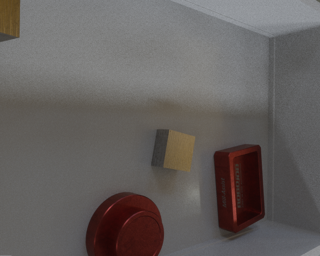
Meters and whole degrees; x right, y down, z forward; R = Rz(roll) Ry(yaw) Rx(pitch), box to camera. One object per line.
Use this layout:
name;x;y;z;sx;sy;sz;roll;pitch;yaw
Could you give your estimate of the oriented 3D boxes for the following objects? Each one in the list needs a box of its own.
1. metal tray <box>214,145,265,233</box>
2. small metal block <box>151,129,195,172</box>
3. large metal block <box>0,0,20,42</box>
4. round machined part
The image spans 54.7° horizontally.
metal tray;0.135;0.097;0.519;0.091;0.030;0.129;-8;96;-40
small metal block;0.019;0.031;0.425;0.050;0.025;0.050;16;80;-39
large metal block;-0.161;-0.117;0.241;0.080;0.050;0.079;1;89;-58
round machined part;-0.034;0.129;0.369;0.099;0.042;0.097;0;90;-40
